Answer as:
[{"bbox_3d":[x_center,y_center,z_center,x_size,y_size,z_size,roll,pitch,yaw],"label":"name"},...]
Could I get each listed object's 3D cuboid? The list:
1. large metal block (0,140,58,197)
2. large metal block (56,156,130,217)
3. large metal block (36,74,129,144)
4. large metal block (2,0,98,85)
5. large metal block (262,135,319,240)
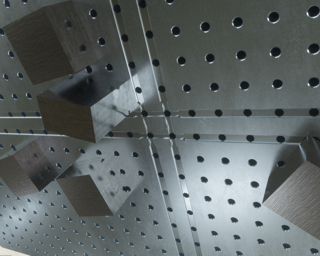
[{"bbox_3d":[-0.251,0.077,0.576,0.080,0.050,0.080,-18,109,35],"label":"large metal block"},{"bbox_3d":[-0.111,0.099,0.516,0.080,0.050,0.080,-12,112,33],"label":"large metal block"},{"bbox_3d":[-0.098,-0.029,0.410,0.080,0.080,0.050,12,124,21],"label":"large metal block"},{"bbox_3d":[-0.141,-0.109,0.403,0.080,0.050,0.080,-8,114,32],"label":"large metal block"},{"bbox_3d":[0.175,0.069,0.345,0.080,0.050,0.080,32,129,7],"label":"large metal block"}]
